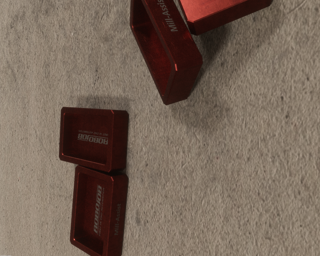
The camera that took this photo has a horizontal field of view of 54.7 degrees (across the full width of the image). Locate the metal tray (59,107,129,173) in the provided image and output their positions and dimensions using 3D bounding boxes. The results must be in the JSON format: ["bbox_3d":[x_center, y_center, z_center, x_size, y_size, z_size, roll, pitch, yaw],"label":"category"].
[{"bbox_3d":[-0.108,0.014,0.487,0.130,0.030,0.089,6,94,39],"label":"metal tray"}]

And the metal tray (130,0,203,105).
[{"bbox_3d":[0.001,-0.103,0.366,0.090,0.030,0.130,108,142,-67],"label":"metal tray"}]

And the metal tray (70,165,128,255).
[{"bbox_3d":[-0.096,0.127,0.478,0.090,0.030,0.129,9,96,39],"label":"metal tray"}]

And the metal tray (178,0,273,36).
[{"bbox_3d":[0.054,-0.175,0.330,0.090,0.030,0.129,-21,75,8],"label":"metal tray"}]
